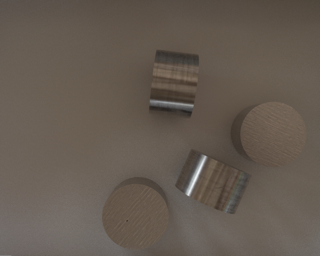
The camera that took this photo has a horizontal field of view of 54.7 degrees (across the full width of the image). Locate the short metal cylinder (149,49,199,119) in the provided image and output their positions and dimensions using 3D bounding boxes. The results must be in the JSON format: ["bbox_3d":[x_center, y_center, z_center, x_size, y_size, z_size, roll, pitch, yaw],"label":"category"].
[{"bbox_3d":[0.016,-0.054,0.384,0.050,0.080,0.079,7,90,0],"label":"short metal cylinder"}]

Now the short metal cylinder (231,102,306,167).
[{"bbox_3d":[0.138,0.008,0.401,0.081,0.050,0.079,0,90,-1],"label":"short metal cylinder"}]

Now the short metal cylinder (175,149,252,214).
[{"bbox_3d":[0.066,0.065,0.385,0.080,0.080,0.050,24,90,-1],"label":"short metal cylinder"}]

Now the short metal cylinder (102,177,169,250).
[{"bbox_3d":[-0.030,0.107,0.399,0.081,0.050,0.079,0,90,-1],"label":"short metal cylinder"}]
